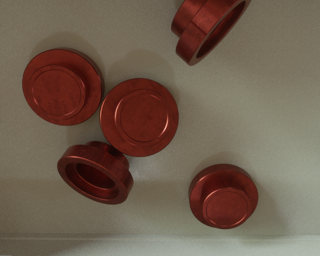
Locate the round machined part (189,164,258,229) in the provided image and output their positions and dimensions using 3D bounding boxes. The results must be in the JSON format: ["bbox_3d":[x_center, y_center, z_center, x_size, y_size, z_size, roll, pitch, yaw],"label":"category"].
[{"bbox_3d":[0.091,0.104,0.441,0.099,0.042,0.097,0,110,0],"label":"round machined part"}]

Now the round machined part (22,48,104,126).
[{"bbox_3d":[-0.121,-0.048,0.383,0.099,0.042,0.097,0,110,0],"label":"round machined part"}]

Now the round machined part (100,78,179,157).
[{"bbox_3d":[-0.023,-0.013,0.379,0.099,0.042,0.097,-1,93,-15],"label":"round machined part"}]

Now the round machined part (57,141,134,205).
[{"bbox_3d":[-0.079,0.055,0.406,0.098,0.042,0.097,14,138,13],"label":"round machined part"}]

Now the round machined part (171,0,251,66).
[{"bbox_3d":[0.050,-0.118,0.333,0.042,0.098,0.098,44,105,6],"label":"round machined part"}]
